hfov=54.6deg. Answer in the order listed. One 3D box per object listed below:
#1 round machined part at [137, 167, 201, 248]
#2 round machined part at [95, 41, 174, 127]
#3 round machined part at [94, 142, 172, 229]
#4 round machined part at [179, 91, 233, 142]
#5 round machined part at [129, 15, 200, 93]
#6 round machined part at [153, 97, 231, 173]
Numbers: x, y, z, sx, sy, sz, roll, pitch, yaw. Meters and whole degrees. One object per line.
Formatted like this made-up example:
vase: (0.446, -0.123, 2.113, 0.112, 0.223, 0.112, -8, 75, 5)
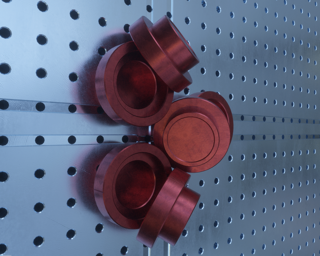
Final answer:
round machined part: (0.015, 0.100, 0.372, 0.042, 0.098, 0.098, 28, 71, 11)
round machined part: (-0.033, -0.050, 0.368, 0.099, 0.042, 0.097, 0, 90, -40)
round machined part: (-0.035, 0.065, 0.368, 0.099, 0.042, 0.097, 0, 90, -40)
round machined part: (0.058, -0.003, 0.445, 0.099, 0.042, 0.097, 0, 90, -40)
round machined part: (0.011, -0.094, 0.370, 0.098, 0.042, 0.098, 49, 17, -20)
round machined part: (0.039, 0.010, 0.390, 0.042, 0.098, 0.097, -56, 136, -77)
